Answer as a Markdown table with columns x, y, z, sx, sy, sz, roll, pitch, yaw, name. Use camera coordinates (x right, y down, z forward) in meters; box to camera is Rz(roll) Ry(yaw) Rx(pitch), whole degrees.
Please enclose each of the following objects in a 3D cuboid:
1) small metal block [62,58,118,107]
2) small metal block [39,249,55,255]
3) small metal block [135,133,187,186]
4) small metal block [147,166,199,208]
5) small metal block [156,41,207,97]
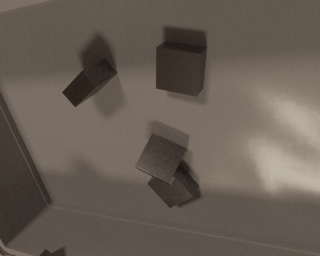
| x | y | z | sx | sy | sz | roll | pitch | yaw | name |
| --- | --- | --- | --- | --- | --- | --- | --- | --- | --- |
| -0.091 | -0.059 | 0.402 | 0.050 | 0.050 | 0.025 | -34 | 100 | 38 | small metal block |
| -0.172 | 0.224 | 0.483 | 0.050 | 0.025 | 0.050 | 35 | 129 | 4 | small metal block |
| 0.002 | 0.042 | 0.413 | 0.050 | 0.050 | 0.025 | 25 | 167 | 12 | small metal block |
| 0.019 | 0.082 | 0.448 | 0.050 | 0.025 | 0.050 | 48 | 128 | -7 | small metal block |
| 0.024 | -0.068 | 0.353 | 0.050 | 0.025 | 0.050 | 14 | 124 | 20 | small metal block |
